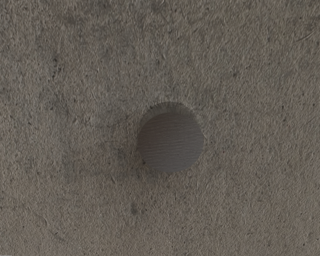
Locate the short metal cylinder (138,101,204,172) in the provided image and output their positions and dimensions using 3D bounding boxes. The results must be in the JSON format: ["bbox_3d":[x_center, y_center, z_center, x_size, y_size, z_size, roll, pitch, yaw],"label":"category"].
[{"bbox_3d":[0.013,0.010,0.402,0.081,0.050,0.079,0,110,-1],"label":"short metal cylinder"}]
